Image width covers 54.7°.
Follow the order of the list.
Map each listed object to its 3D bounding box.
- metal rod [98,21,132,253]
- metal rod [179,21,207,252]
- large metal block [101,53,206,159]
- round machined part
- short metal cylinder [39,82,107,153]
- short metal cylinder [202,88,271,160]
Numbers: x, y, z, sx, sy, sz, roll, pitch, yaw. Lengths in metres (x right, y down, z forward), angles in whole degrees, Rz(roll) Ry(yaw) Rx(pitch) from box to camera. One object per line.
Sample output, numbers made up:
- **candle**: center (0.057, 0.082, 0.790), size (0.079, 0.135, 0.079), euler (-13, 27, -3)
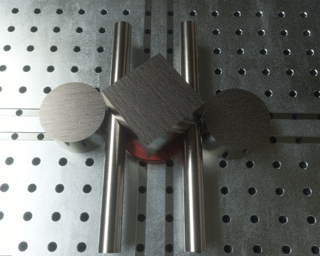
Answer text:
- **metal rod**: center (-0.054, -0.004, 0.390), size (0.025, 0.025, 0.299), euler (1, 70, 0)
- **metal rod**: center (0.039, -0.005, 0.391), size (0.025, 0.025, 0.299), euler (0, 70, 0)
- **large metal block**: center (-0.007, -0.025, 0.357), size (0.080, 0.050, 0.080), euler (-36, 74, -12)
- **round machined part**: center (-0.007, -0.004, 0.405), size (0.099, 0.042, 0.098), euler (0, 70, 0)
- **short metal cylinder**: center (-0.107, -0.012, 0.402), size (0.081, 0.050, 0.080), euler (0, 70, 0)
- **short metal cylinder**: center (0.094, -0.004, 0.400), size (0.081, 0.050, 0.080), euler (0, 70, 0)
